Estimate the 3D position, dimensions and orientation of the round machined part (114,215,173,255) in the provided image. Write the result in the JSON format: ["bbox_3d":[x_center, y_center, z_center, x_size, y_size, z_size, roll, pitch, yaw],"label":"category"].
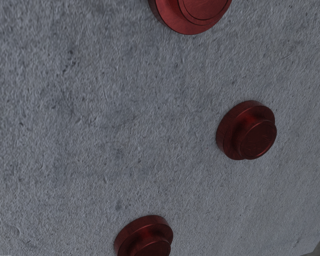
[{"bbox_3d":[-0.022,0.194,0.504,0.099,0.042,0.097,-14,124,-21],"label":"round machined part"}]

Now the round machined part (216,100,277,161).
[{"bbox_3d":[0.139,0.010,0.478,0.099,0.042,0.097,-14,124,-21],"label":"round machined part"}]

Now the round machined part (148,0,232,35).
[{"bbox_3d":[0.039,-0.147,0.326,0.099,0.042,0.097,-14,124,-21],"label":"round machined part"}]
